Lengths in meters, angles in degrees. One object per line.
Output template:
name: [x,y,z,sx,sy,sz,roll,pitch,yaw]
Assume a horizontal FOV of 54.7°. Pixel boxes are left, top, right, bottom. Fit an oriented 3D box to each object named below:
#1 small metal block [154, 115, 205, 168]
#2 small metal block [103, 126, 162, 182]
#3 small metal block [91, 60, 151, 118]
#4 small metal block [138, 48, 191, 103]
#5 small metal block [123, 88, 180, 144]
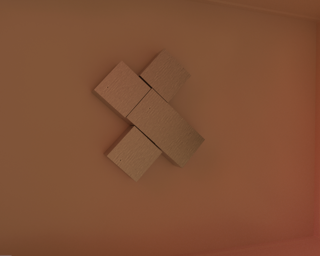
small metal block: [0.023,0.018,0.416,0.050,0.025,0.050,43,76,-15]
small metal block: [-0.035,0.032,0.396,0.050,0.025,0.050,45,77,-15]
small metal block: [-0.049,-0.048,0.390,0.050,0.025,0.050,43,76,-15]
small metal block: [0.004,-0.067,0.409,0.050,0.025,0.050,43,75,-15]
small metal block: [-0.012,-0.015,0.403,0.050,0.025,0.050,43,76,-15]
